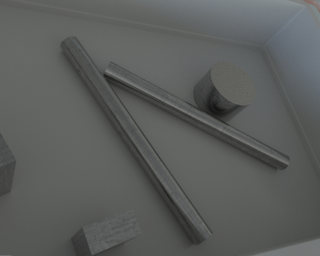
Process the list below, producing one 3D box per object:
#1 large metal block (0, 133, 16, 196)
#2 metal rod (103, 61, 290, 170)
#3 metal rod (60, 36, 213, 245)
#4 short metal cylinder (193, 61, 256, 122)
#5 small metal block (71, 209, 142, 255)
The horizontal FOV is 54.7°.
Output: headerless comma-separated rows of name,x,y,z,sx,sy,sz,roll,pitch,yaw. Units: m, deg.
large metal block,-0.173,0.038,0.254,0.081,0.080,0.050,-26,77,-37
metal rod,0.060,-0.012,0.447,0.301,0.025,0.025,27,52,-12
metal rod,-0.035,0.007,0.383,0.025,0.025,0.299,-28,77,-37
short metal cylinder,0.099,-0.056,0.479,0.081,0.050,0.080,14,56,-21
small metal block,-0.053,0.104,0.299,0.050,0.050,0.025,-12,68,-34
